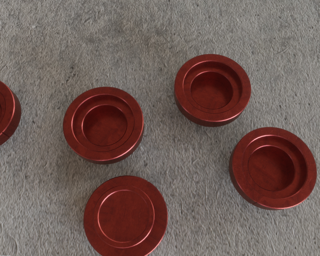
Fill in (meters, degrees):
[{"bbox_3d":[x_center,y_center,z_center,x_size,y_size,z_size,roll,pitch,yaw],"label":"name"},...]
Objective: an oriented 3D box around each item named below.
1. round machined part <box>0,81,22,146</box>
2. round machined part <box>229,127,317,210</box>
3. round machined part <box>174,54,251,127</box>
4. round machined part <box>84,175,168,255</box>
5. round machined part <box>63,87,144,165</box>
[{"bbox_3d":[-0.230,-0.014,0.403,0.099,0.042,0.098,0,70,0],"label":"round machined part"},{"bbox_3d":[0.134,0.051,0.381,0.099,0.042,0.098,0,70,0],"label":"round machined part"},{"bbox_3d":[0.068,-0.047,0.416,0.099,0.042,0.098,0,70,0],"label":"round machined part"},{"bbox_3d":[-0.040,0.103,0.361,0.099,0.042,0.098,0,70,0],"label":"round machined part"},{"bbox_3d":[-0.069,0.000,0.399,0.099,0.042,0.098,0,70,0],"label":"round machined part"}]
